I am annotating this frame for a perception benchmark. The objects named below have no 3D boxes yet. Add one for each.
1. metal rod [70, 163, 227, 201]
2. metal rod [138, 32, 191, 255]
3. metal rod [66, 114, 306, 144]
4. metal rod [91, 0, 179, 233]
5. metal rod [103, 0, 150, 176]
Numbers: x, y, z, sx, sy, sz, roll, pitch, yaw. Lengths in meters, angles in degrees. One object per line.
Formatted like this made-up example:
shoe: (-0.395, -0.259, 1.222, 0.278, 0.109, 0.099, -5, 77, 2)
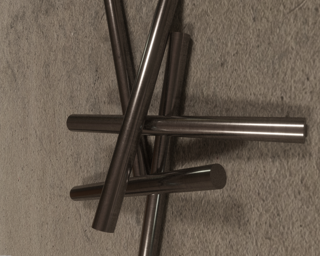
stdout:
metal rod: (-0.041, 0.078, 0.408, 0.299, 0.025, 0.025, -18, 79, 47)
metal rod: (0.004, 0.031, 0.399, 0.025, 0.025, 0.298, 14, 99, 39)
metal rod: (0.006, -0.002, 0.367, 0.300, 0.025, 0.025, 2, 92, 30)
metal rod: (-0.024, -0.032, 0.363, 0.025, 0.025, 0.299, 5, 75, 39)
metal rod: (-0.050, -0.076, 0.444, 0.025, 0.025, 0.298, -17, 79, 38)
